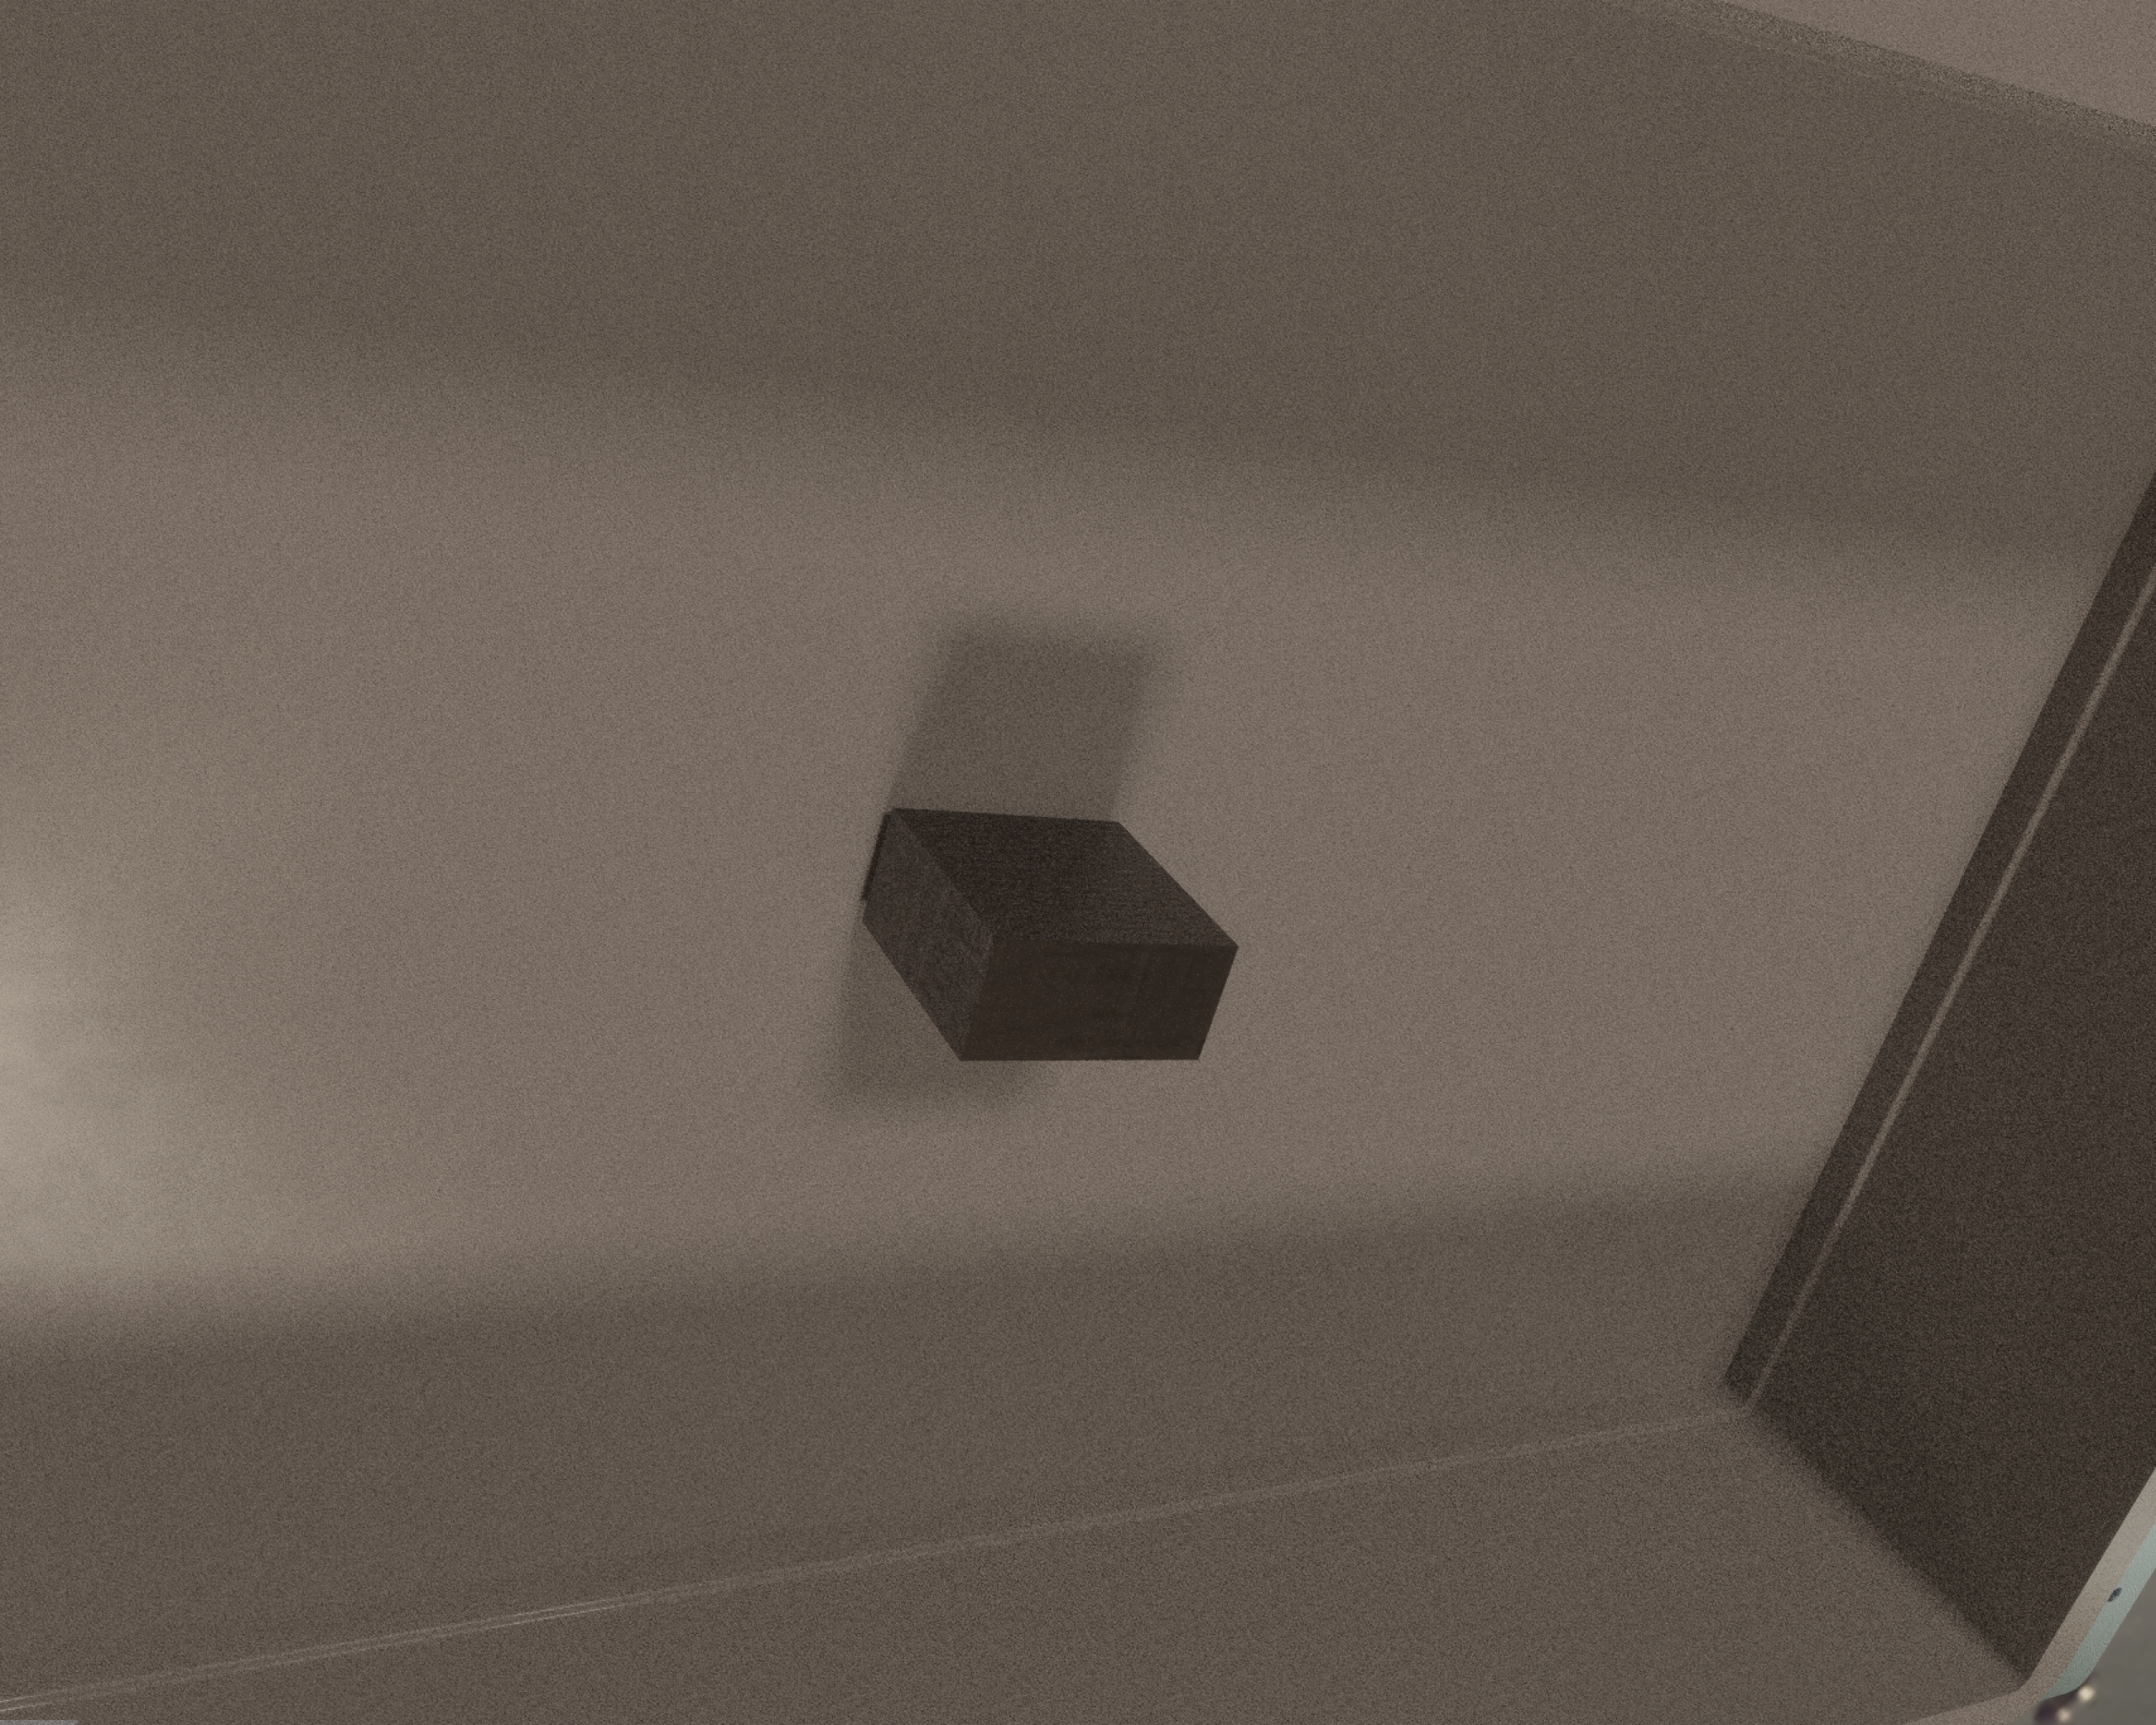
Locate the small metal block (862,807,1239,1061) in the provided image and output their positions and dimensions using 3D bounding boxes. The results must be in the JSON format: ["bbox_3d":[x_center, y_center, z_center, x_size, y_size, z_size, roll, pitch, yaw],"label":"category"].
[{"bbox_3d":[-0.006,0.013,0.394,0.050,0.050,0.025,3,117,-30],"label":"small metal block"}]
